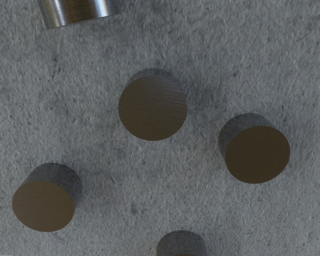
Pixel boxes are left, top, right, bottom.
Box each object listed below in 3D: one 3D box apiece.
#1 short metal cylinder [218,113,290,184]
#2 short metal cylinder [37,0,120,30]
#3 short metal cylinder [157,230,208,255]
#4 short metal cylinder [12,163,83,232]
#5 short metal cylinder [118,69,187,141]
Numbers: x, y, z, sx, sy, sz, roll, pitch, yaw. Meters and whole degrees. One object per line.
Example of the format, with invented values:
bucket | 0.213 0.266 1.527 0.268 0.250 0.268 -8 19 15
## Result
short metal cylinder | 0.121 0.026 0.408 0.081 0.050 0.079 0 110 -1
short metal cylinder | -0.088 -0.138 0.328 0.080 0.080 0.050 -11 110 4
short metal cylinder | 0.034 0.205 0.473 0.081 0.050 0.079 0 110 -1
short metal cylinder | -0.153 0.095 0.429 0.081 0.050 0.079 0 110 -1
short metal cylinder | -0.008 -0.030 0.385 0.081 0.050 0.079 0 110 -1
